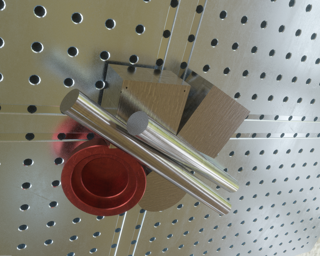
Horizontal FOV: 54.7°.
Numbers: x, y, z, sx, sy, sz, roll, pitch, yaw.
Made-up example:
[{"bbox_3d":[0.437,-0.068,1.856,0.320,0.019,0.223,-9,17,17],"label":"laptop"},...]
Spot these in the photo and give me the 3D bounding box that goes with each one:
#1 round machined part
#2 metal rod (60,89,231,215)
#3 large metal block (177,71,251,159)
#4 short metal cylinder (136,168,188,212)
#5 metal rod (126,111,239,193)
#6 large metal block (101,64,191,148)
[{"bbox_3d":[-0.066,0.056,0.380,0.099,0.042,0.097,-1,113,-3],"label":"round machined part"},{"bbox_3d":[0.008,0.048,0.374,0.025,0.025,0.301,-47,130,5],"label":"metal rod"},{"bbox_3d":[0.058,-0.016,0.411,0.080,0.050,0.080,27,104,-38],"label":"large metal block"},{"bbox_3d":[-0.004,0.068,0.429,0.081,0.050,0.079,-14,124,-21],"label":"short metal cylinder"},{"bbox_3d":[0.052,0.048,0.416,0.025,0.025,0.301,-48,144,5],"label":"metal rod"},{"bbox_3d":[-0.021,-0.024,0.360,0.081,0.050,0.079,1,118,-29],"label":"large metal block"}]
